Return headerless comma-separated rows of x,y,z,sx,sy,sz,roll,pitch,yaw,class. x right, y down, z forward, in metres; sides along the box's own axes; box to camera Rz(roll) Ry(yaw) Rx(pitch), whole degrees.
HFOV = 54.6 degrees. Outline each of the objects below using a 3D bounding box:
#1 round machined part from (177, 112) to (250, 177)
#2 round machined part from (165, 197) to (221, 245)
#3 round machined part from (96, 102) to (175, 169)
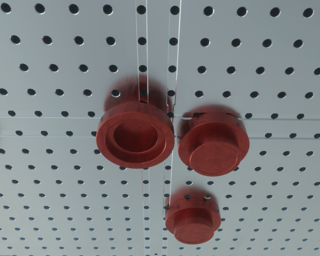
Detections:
0.074,0.029,0.426,0.099,0.042,0.097,0,130,0,round machined part
0.058,0.168,0.544,0.099,0.042,0.097,0,130,0,round machined part
-0.031,0.005,0.404,0.099,0.042,0.097,0,130,0,round machined part
